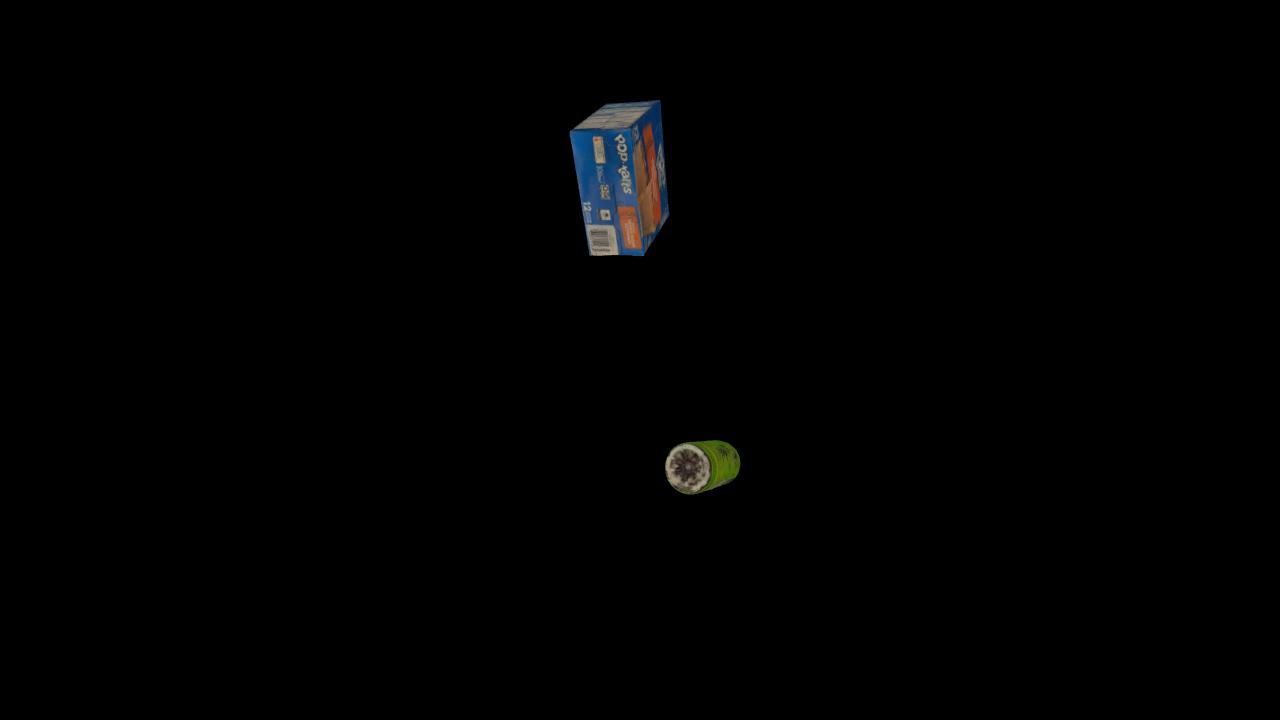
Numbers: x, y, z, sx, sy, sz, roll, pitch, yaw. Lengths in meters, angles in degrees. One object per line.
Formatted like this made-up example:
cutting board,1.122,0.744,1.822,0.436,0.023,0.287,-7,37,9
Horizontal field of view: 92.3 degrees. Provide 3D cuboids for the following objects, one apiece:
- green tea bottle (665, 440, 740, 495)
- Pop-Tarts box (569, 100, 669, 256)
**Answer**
green tea bottle,0.104,0.155,0.907,0.073,0.073,0.212,0,-7,22
Pop-Tarts box,-0.020,-0.245,0.828,0.083,0.167,0.141,5,36,16
